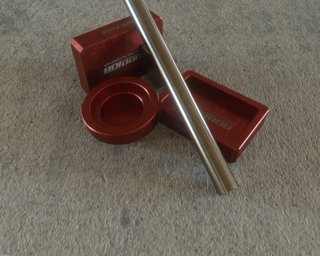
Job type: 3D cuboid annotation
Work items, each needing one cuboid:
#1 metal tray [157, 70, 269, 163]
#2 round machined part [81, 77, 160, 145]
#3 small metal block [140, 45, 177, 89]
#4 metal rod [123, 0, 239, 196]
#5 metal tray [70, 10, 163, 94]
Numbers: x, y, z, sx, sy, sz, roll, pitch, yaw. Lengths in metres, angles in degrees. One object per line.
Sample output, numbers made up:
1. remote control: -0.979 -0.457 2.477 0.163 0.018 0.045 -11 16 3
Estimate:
1. metal tray: 0.066 -0.021 0.420 0.130 0.030 0.090 31 56 23
2. round machined part: -0.048 -0.018 0.403 0.099 0.042 0.098 -3 53 5
3. small metal block: -0.005 -0.095 0.461 0.025 0.050 0.050 -37 74 -24
4. metal rod: 0.017 -0.060 0.386 0.025 0.025 0.299 -21 75 -17
5. metal tray: -0.056 -0.107 0.451 0.131 0.089 0.030 -30 57 -23
